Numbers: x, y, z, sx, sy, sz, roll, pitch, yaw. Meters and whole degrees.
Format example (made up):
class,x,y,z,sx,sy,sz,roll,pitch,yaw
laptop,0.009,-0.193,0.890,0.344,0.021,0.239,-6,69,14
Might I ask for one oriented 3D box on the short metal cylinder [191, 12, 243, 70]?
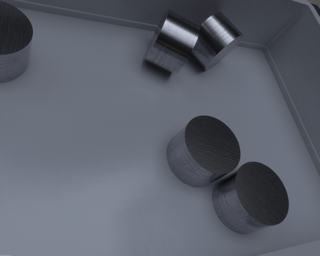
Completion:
class,x,y,z,sx,sy,sz,roll,pitch,yaw
short metal cylinder,0.087,-0.140,0.502,0.050,0.080,0.081,49,51,6

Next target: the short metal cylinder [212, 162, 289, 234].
class,x,y,z,sx,sy,sz,roll,pitch,yaw
short metal cylinder,0.115,0.090,0.397,0.081,0.050,0.080,14,56,-21

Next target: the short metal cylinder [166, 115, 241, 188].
class,x,y,z,sx,sy,sz,roll,pitch,yaw
short metal cylinder,0.056,0.031,0.401,0.081,0.050,0.080,14,56,-21

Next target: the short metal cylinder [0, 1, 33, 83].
class,x,y,z,sx,sy,sz,roll,pitch,yaw
short metal cylinder,-0.188,-0.097,0.347,0.081,0.050,0.080,14,56,-21

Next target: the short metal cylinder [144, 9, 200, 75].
class,x,y,z,sx,sy,sz,roll,pitch,yaw
short metal cylinder,0.016,-0.125,0.455,0.050,0.080,0.080,25,53,-13
